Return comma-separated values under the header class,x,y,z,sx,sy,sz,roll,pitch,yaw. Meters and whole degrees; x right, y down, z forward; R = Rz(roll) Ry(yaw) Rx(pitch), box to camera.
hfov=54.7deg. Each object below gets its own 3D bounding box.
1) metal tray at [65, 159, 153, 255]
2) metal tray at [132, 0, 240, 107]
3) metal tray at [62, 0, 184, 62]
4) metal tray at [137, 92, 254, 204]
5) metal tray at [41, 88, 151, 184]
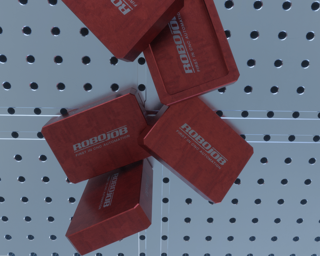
class,x,y,z,sx,sy,sz,roll,pitch,yaw
metal tray,-0.056,0.089,0.389,0.090,0.130,0.030,-25,108,8
metal tray,0.025,-0.099,0.351,0.090,0.030,0.129,-19,89,6
metal tray,-0.050,-0.147,0.330,0.090,0.030,0.130,-45,82,14
metal tray,0.048,0.023,0.399,0.130,0.030,0.090,41,76,-14
metal tray,-0.077,0.012,0.414,0.130,0.030,0.090,-21,109,7
